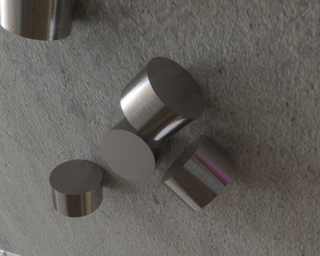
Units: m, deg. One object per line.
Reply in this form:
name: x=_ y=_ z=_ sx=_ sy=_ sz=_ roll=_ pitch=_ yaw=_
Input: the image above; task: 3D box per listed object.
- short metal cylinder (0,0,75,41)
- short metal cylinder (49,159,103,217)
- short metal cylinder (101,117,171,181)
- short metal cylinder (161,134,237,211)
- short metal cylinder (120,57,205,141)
short metal cylinder: x=-0.140 y=-0.143 z=0.355 sx=0.080 sy=0.080 sz=0.050 roll=28 pitch=128 yaw=10
short metal cylinder: x=-0.133 y=0.095 z=0.498 sx=0.080 sy=0.080 sz=0.050 roll=18 pitch=126 yaw=17
short metal cylinder: x=-0.032 y=0.025 z=0.422 sx=0.080 sy=0.050 sz=0.079 roll=13 pitch=124 yaw=20
short metal cylinder: x=0.047 y=0.054 z=0.379 sx=0.050 sy=0.080 sz=0.080 roll=43 pitch=129 yaw=-2
short metal cylinder: x=0.003 y=-0.032 z=0.348 sx=0.080 sy=0.080 sz=0.050 roll=47 pitch=129 yaw=-5
